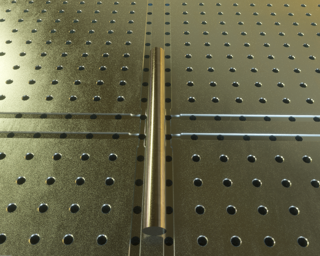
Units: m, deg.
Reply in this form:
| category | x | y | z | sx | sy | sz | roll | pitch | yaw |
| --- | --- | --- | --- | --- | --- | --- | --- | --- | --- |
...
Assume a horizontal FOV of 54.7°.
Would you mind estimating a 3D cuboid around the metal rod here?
| category | x | y | z | sx | sy | sz | roll | pitch | yaw |
| --- | --- | --- | --- | --- | --- | --- | --- | --- | --- |
| metal rod | -0.005 | -0.009 | 0.415 | 0.025 | 0.025 | 0.300 | 0 | 50 | 0 |
